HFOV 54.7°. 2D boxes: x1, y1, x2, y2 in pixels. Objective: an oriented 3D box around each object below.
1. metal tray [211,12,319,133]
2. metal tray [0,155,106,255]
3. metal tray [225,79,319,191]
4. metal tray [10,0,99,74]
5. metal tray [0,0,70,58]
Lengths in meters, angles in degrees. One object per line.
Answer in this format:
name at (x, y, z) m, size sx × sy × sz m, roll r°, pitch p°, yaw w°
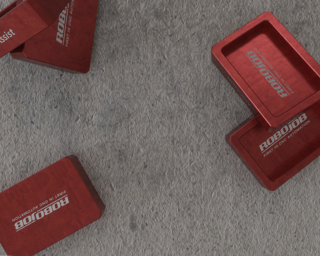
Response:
metal tray at (0.137, -0.071, 0.388) m, size 0.090 × 0.030 × 0.130 m, roll -33°, pitch 73°, yaw 1°
metal tray at (-0.151, 0.105, 0.406) m, size 0.130 × 0.030 × 0.090 m, roll -29°, pitch 90°, yaw 0°
metal tray at (0.165, 0.008, 0.408) m, size 0.130 × 0.030 × 0.090 m, roll -38°, pitch 90°, yaw 0°
metal tray at (-0.123, -0.139, 0.376) m, size 0.030 × 0.091 × 0.129 m, roll 8°, pitch 90°, yaw 38°
metal tray at (-0.164, -0.121, 0.352) m, size 0.130 × 0.090 × 0.030 m, roll -20°, pitch 128°, yaw 25°
